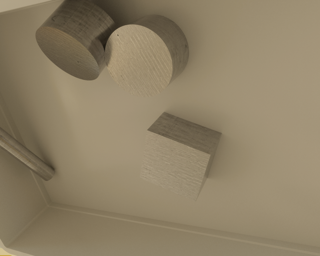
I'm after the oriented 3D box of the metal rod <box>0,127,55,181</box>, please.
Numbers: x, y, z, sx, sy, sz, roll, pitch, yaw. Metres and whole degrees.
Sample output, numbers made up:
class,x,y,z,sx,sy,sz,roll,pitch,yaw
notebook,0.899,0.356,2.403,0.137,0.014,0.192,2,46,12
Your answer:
class,x,y,z,sx,sy,sz,roll,pitch,yaw
metal rod,-0.270,-0.006,0.472,0.025,0.025,0.300,-6,138,31

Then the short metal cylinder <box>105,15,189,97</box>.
class,x,y,z,sx,sy,sz,roll,pitch,yaw
short metal cylinder,-0.014,-0.081,0.348,0.080,0.050,0.079,13,124,20

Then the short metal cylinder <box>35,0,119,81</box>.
class,x,y,z,sx,sy,sz,roll,pitch,yaw
short metal cylinder,-0.092,-0.101,0.357,0.080,0.050,0.080,22,154,12

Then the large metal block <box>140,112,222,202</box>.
class,x,y,z,sx,sy,sz,roll,pitch,yaw
large metal block,0.025,0.036,0.401,0.080,0.050,0.079,21,126,15
